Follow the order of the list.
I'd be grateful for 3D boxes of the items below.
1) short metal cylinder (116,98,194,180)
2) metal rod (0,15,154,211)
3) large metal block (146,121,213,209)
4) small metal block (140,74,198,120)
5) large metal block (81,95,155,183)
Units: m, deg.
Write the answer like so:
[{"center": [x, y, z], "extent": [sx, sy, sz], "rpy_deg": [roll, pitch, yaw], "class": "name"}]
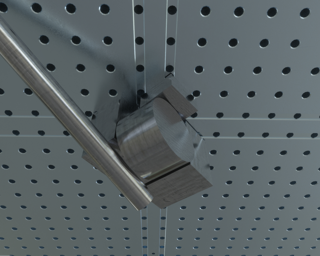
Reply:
[{"center": [-0.004, 0.012, 0.353], "extent": [0.050, 0.080, 0.080], "rpy_deg": [-30, 125, 22], "class": "short metal cylinder"}, {"center": [-0.109, -0.033, 0.313], "extent": [0.025, 0.025, 0.300], "rpy_deg": [-34, 102, 25], "class": "metal rod"}, {"center": [0.018, 0.049, 0.415], "extent": [0.080, 0.080, 0.050], "rpy_deg": [-30, 124, 23], "class": "large metal block"}, {"center": [0.011, -0.031, 0.386], "extent": [0.050, 0.025, 0.050], "rpy_deg": [-34, 123, 25], "class": "small metal block"}, {"center": [-0.045, 0.020, 0.393], "extent": [0.050, 0.080, 0.080], "rpy_deg": [-30, 124, 23], "class": "large metal block"}]
